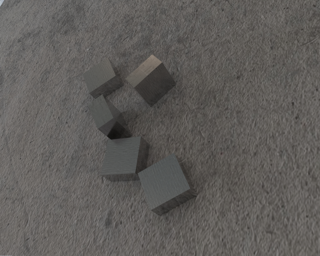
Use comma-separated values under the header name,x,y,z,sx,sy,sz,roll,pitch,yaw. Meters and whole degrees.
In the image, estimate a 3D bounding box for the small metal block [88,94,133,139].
name,x,y,z,sx,sy,sz,roll,pitch,yaw
small metal block,-0.069,-0.011,0.431,0.025,0.050,0.050,-35,51,6

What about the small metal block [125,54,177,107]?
name,x,y,z,sx,sy,sz,roll,pitch,yaw
small metal block,-0.012,-0.065,0.434,0.050,0.050,0.025,-43,51,-1

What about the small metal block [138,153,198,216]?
name,x,y,z,sx,sy,sz,roll,pitch,yaw
small metal block,0.008,0.065,0.360,0.050,0.025,0.050,-31,52,8

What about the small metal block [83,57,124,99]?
name,x,y,z,sx,sy,sz,roll,pitch,yaw
small metal block,-0.092,-0.079,0.501,0.050,0.025,0.050,-32,52,7

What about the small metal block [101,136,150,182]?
name,x,y,z,sx,sy,sz,roll,pitch,yaw
small metal block,-0.044,0.041,0.402,0.050,0.025,0.050,-7,59,24
